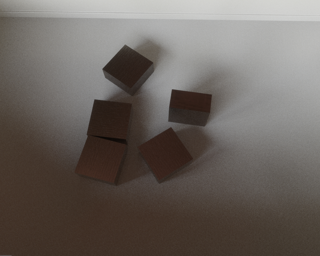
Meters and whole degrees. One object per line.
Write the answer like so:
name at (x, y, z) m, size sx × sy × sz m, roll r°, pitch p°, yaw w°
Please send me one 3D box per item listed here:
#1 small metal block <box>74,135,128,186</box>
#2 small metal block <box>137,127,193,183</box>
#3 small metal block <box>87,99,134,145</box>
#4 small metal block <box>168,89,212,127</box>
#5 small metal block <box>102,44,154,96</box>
small metal block at (-0.073, 0.042, 0.394) m, size 0.050 × 0.025 × 0.050 m, roll 14°, pitch 71°, yaw 5°
small metal block at (0.007, 0.035, 0.397) m, size 0.050 × 0.025 × 0.050 m, roll -31°, pitch 73°, yaw -11°
small metal block at (-0.065, -0.008, 0.412) m, size 0.050 × 0.025 × 0.050 m, roll 7°, pitch 70°, yaw 2°
small metal block at (0.038, -0.025, 0.406) m, size 0.050 × 0.050 × 0.025 m, roll 8°, pitch 71°, yaw 3°
small metal block at (-0.044, -0.082, 0.439) m, size 0.050 × 0.025 × 0.050 m, roll 35°, pitch 74°, yaw 12°
